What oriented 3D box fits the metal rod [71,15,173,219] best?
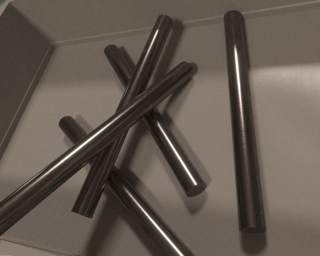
[{"bbox_3d":[-0.041,-0.030,0.410,0.025,0.025,0.300,7,65,31],"label":"metal rod"}]

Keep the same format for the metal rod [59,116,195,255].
[{"bbox_3d":[-0.056,0.067,0.392,0.025,0.025,0.300,-47,52,-4],"label":"metal rod"}]

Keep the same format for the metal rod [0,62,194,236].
[{"bbox_3d":[-0.059,0.004,0.362,0.025,0.025,0.302,23,51,36],"label":"metal rod"}]

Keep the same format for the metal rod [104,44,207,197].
[{"bbox_3d":[-0.021,-0.031,0.434,0.025,0.025,0.300,-35,51,5],"label":"metal rod"}]

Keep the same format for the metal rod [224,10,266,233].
[{"bbox_3d":[0.097,-0.031,0.373,0.025,0.025,0.299,-10,57,22],"label":"metal rod"}]
